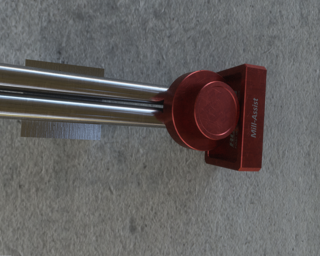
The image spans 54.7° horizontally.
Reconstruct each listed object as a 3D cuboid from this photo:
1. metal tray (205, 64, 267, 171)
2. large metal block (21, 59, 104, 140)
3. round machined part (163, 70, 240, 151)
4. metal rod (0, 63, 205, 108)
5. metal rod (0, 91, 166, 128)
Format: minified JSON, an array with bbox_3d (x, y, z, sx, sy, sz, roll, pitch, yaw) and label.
[{"bbox_3d":[0.097,-0.012,0.412,0.030,0.090,0.129,4,89,-20],"label":"metal tray"},{"bbox_3d":[-0.110,-0.029,0.353,0.081,0.050,0.079,4,89,-20],"label":"large metal block"},{"bbox_3d":[0.056,-0.021,0.371,0.099,0.042,0.097,-2,93,-31],"label":"round machined part"},{"bbox_3d":[-0.040,-0.042,0.348,0.302,0.025,0.025,3,89,-33],"label":"metal rod"},{"bbox_3d":[-0.042,-0.015,0.348,0.302,0.025,0.025,3,89,-33],"label":"metal rod"}]
